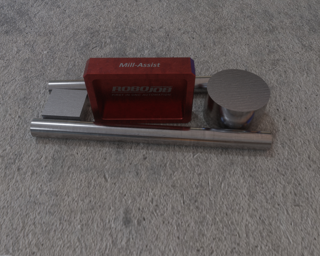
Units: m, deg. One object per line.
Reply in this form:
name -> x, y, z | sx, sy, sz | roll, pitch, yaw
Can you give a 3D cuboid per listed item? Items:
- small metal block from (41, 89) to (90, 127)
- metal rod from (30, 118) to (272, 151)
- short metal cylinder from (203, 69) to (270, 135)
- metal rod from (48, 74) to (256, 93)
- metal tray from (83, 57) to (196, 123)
small metal block -> -0.127, -0.027, 0.427 | 0.050, 0.025, 0.050 | 3, 50, 3
metal rod -> -0.013, 0.008, 0.398 | 0.302, 0.025, 0.025 | 3, 50, 2
short metal cylinder -> 0.101, -0.034, 0.417 | 0.081, 0.050, 0.080 | 0, 50, 0
metal rod -> -0.008, -0.062, 0.457 | 0.302, 0.025, 0.025 | -2, 50, -2
metal tray -> -0.024, -0.046, 0.399 | 0.131, 0.090, 0.030 | 0, 50, 0
